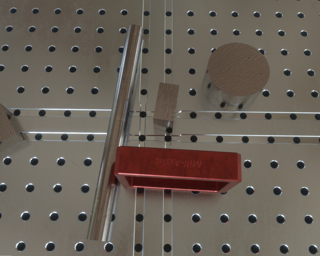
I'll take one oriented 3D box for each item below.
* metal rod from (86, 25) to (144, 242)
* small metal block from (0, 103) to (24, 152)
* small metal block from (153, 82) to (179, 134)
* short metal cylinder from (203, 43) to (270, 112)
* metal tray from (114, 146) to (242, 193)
[{"bbox_3d":[-0.055,-0.008,0.413,0.025,0.025,0.299,7,70,2],"label":"metal rod"},{"bbox_3d":[-0.218,0.004,0.408,0.050,0.025,0.050,-31,73,-11],"label":"small metal block"},{"bbox_3d":[0.008,-0.025,0.408,0.025,0.050,0.050,9,70,3],"label":"small metal block"},{"bbox_3d":[0.102,-0.069,0.425,0.081,0.050,0.080,0,70,0],"label":"short metal cylinder"},{"bbox_3d":[0.019,0.051,0.358,0.131,0.090,0.030,3,70,1],"label":"metal tray"}]
